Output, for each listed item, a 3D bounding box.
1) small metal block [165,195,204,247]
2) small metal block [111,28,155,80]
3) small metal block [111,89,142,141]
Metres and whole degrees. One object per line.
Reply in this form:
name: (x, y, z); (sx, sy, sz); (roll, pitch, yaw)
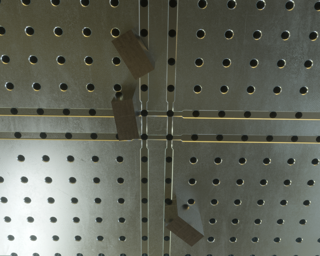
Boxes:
small metal block: (0.034, 0.134, 0.450); (0.050, 0.050, 0.025); (40, 105, -14)
small metal block: (-0.030, -0.089, 0.367); (0.025, 0.050, 0.050); (-29, 108, 10)
small metal block: (-0.041, -0.018, 0.393); (0.025, 0.050, 0.050); (-8, 110, 3)
